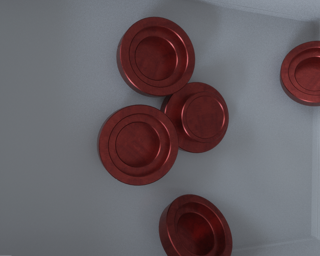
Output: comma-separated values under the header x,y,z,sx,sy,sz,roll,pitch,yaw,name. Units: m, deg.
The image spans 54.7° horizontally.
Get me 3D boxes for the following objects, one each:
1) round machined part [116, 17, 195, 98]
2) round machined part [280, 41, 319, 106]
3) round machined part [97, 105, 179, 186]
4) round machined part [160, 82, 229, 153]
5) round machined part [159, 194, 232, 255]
x,y,z,sx,sy,sz,roll,pitch,yaw,name
-0.008,-0.088,0.399,0.099,0.042,0.097,0,90,-21,round machined part
0.236,-0.079,0.473,0.098,0.042,0.098,-4,75,16,round machined part
-0.030,0.020,0.390,0.099,0.042,0.097,0,91,-18,round machined part
0.053,-0.014,0.422,0.099,0.042,0.097,0,90,-21,round machined part
0.041,0.140,0.401,0.099,0.042,0.098,20,44,-20,round machined part
